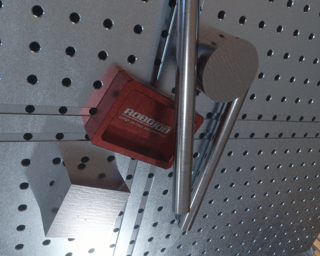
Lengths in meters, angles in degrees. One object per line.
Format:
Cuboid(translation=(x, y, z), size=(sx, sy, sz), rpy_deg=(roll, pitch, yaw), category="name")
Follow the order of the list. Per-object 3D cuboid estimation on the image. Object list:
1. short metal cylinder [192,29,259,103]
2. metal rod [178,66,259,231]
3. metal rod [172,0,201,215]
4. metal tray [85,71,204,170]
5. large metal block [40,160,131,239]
Cuboid(translation=(0.075, -0.078, 0.389), size=(0.081, 0.050, 0.079), rpy_deg=(-14, 124, -21), category="short metal cylinder")
Cuboid(translation=(0.083, 0.041, 0.484), size=(0.025, 0.025, 0.298), rpy_deg=(3, 117, -30), category="metal rod")
Cuboid(translation=(0.030, -0.031, 0.372), size=(0.025, 0.025, 0.298), rpy_deg=(-8, 110, -25), category="metal rod")
Cuboid(translation=(-0.016, -0.005, 0.397), size=(0.131, 0.030, 0.090), rpy_deg=(25, 105, -37), category="metal tray")
Cuboid(translation=(-0.098, 0.095, 0.402), size=(0.081, 0.050, 0.080), rpy_deg=(18, 109, -36), category="large metal block")
